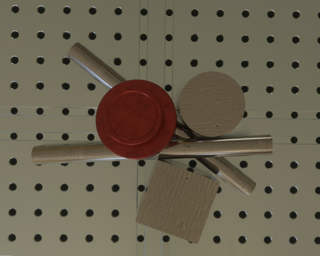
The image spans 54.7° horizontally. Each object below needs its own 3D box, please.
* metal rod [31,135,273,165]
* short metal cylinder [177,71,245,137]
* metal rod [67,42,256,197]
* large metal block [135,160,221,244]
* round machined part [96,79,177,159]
[{"bbox_3d":[-0.015,0.028,0.395,0.302,0.025,0.025,-3,90,7],"label":"metal rod"},{"bbox_3d":[0.064,-0.029,0.401,0.081,0.050,0.079,0,90,-1],"label":"short metal cylinder"},{"bbox_3d":[0.003,-0.011,0.414,0.300,0.025,0.025,38,90,-1],"label":"metal rod"},{"bbox_3d":[0.022,0.089,0.399,0.080,0.050,0.080,20,90,-1],"label":"large metal block"},{"bbox_3d":[-0.029,-0.011,0.371,0.099,0.042,0.097,-1,81,5],"label":"round machined part"}]
